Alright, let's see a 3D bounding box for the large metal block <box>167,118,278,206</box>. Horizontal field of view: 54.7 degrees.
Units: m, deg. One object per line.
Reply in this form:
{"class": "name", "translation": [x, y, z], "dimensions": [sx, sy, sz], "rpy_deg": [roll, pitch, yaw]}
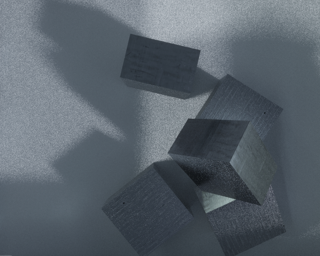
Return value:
{"class": "large metal block", "translation": [0.070, 0.035, 0.342], "dimensions": [0.080, 0.080, 0.050], "rpy_deg": [50, 61, -34]}

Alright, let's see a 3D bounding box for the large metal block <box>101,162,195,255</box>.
{"class": "large metal block", "translation": [-0.015, 0.103, 0.399], "dimensions": [0.080, 0.050, 0.080], "rpy_deg": [-39, 91, 0]}

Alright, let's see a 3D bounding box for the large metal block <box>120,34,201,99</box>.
{"class": "large metal block", "translation": [0.000, -0.072, 0.384], "dimensions": [0.080, 0.080, 0.050], "rpy_deg": [13, 90, -1]}

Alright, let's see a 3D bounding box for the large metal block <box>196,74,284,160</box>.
{"class": "large metal block", "translation": [0.094, -0.011, 0.400], "dimensions": [0.080, 0.050, 0.080], "rpy_deg": [33, 90, 0]}

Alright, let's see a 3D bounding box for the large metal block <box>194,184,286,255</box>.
{"class": "large metal block", "translation": [0.099, 0.102, 0.386], "dimensions": [0.080, 0.050, 0.080], "rpy_deg": [-25, 115, 0]}
